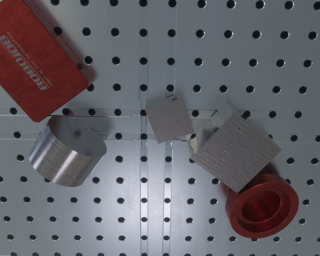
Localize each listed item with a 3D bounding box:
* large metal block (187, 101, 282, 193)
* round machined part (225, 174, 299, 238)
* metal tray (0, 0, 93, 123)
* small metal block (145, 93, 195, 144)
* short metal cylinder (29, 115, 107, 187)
[{"bbox_3d":[0.095,0.024,0.410,0.080,0.050,0.080,37,106,-13],"label":"large metal block"},{"bbox_3d":[0.139,0.105,0.438,0.099,0.042,0.097,-4,116,-8],"label":"round machined part"},{"bbox_3d":[-0.158,-0.083,0.379,0.090,0.030,0.130,-34,107,11],"label":"metal tray"},{"bbox_3d":[0.013,-0.013,0.409,0.050,0.025,0.050,-18,109,6],"label":"small metal block"},{"bbox_3d":[-0.116,0.028,0.393,0.080,0.080,0.050,34,107,-12],"label":"short metal cylinder"}]
